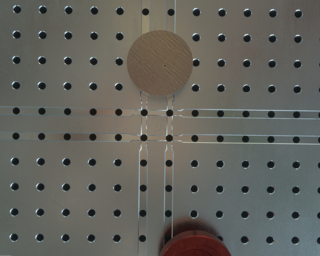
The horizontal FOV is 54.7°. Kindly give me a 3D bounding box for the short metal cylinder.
[{"bbox_3d":[0.000,-0.079,0.401,0.081,0.050,0.079,0,90,0],"label":"short metal cylinder"}]

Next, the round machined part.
[{"bbox_3d":[0.046,0.182,0.405,0.099,0.042,0.097,0,90,0],"label":"round machined part"}]
